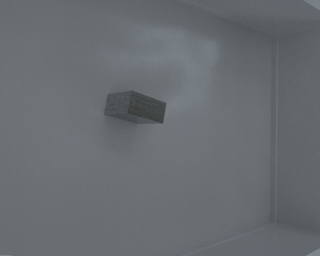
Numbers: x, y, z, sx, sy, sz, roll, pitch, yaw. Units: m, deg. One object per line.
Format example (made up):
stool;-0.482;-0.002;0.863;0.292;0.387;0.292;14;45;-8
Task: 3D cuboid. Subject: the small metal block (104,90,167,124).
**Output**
small metal block;-0.029;-0.023;0.365;0.050;0.050;0.025;16;80;-39
